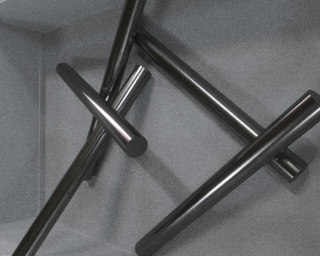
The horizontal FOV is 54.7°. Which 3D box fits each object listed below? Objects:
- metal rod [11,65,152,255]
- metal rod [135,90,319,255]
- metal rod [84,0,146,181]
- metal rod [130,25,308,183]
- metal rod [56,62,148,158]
[{"bbox_3d":[-0.102,0.046,0.413,0.025,0.025,0.299,29,84,36],"label":"metal rod"},{"bbox_3d":[0.054,0.072,0.338,0.298,0.025,0.025,-51,60,35],"label":"metal rod"},{"bbox_3d":[-0.074,-0.048,0.444,0.025,0.025,0.298,38,120,33],"label":"metal rod"},{"bbox_3d":[0.043,-0.051,0.369,0.300,0.025,0.025,47,118,29],"label":"metal rod"},{"bbox_3d":[-0.097,-0.042,0.430,0.300,0.025,0.025,40,115,50],"label":"metal rod"}]
